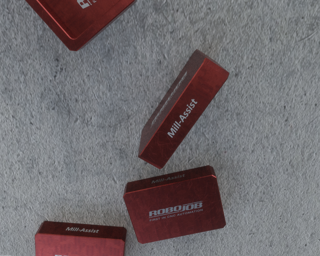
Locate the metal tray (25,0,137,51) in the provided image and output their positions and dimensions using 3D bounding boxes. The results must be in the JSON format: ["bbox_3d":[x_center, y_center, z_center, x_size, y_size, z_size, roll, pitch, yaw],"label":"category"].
[{"bbox_3d":[-0.098,-0.157,0.315,0.090,0.030,0.130,-37,106,12],"label":"metal tray"}]

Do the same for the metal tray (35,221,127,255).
[{"bbox_3d":[-0.120,0.194,0.477,0.131,0.030,0.089,5,110,-2],"label":"metal tray"}]

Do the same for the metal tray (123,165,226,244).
[{"bbox_3d":[0.022,0.112,0.448,0.131,0.030,0.089,-13,110,4],"label":"metal tray"}]

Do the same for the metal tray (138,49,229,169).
[{"bbox_3d":[0.023,-0.025,0.365,0.030,0.090,0.129,31,107,-11],"label":"metal tray"}]
